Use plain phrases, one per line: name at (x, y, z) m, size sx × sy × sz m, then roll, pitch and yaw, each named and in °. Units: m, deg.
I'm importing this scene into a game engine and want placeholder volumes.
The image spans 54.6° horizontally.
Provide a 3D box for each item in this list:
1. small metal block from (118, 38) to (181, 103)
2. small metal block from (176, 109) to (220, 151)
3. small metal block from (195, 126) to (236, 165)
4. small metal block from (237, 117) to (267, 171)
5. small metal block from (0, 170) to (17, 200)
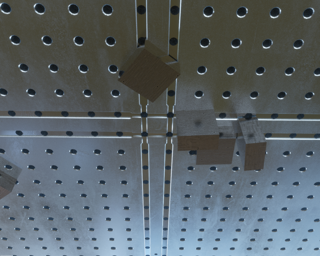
small metal block at (-0.012, -0.065, 0.356) m, size 0.050 × 0.025 × 0.050 m, roll 31°, pitch 123°, yaw -24°
small metal block at (0.047, 0.002, 0.397) m, size 0.050 × 0.050 × 0.025 m, roll -2°, pitch 130°, yaw 2°
small metal block at (0.076, 0.025, 0.433) m, size 0.050 × 0.025 × 0.050 m, roll -1°, pitch 130°, yaw 1°
small metal block at (0.121, 0.021, 0.414) m, size 0.025 × 0.050 × 0.050 m, roll -6°, pitch 130°, yaw 5°
small metal block at (-0.264, 0.088, 0.484) m, size 0.050 × 0.025 × 0.050 m, roll -32°, pitch 123°, yaw 24°
